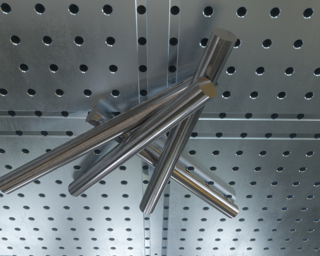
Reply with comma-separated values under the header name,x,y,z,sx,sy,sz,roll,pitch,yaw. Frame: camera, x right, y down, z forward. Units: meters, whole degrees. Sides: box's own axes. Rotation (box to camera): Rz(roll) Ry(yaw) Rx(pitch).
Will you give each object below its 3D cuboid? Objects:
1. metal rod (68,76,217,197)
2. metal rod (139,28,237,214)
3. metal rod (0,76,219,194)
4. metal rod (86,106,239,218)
name,x,y,z,sx,sy,sz,roll,pitch,yaw
metal rod,-0.044,0.029,0.397,0.025,0.025,0.299,31,135,-24
metal rod,0.021,0.018,0.389,0.025,0.025,0.298,12,131,-10
metal rod,-0.070,0.007,0.383,0.300,0.025,0.025,-27,126,8
metal rod,0.019,0.063,0.464,0.025,0.025,0.301,-37,121,27
